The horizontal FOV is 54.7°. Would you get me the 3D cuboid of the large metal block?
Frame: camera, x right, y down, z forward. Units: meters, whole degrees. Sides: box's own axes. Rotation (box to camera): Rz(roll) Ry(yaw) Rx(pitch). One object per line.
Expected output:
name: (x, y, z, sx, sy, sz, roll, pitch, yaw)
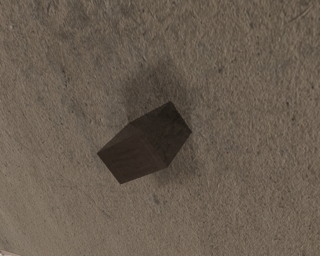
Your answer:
large metal block: (-0.018, 0.018, 0.391, 0.080, 0.080, 0.050, -25, 105, 36)
